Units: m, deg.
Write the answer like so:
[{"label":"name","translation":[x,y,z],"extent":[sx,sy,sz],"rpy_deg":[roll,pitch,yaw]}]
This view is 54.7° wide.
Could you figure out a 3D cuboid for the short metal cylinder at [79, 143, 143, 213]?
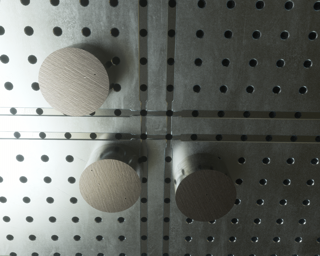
[{"label":"short metal cylinder","translation":[-0.064,0.068,0.424],"extent":[0.081,0.050,0.079],"rpy_deg":[0,110,0]}]

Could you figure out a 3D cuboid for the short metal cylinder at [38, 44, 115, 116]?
[{"label":"short metal cylinder","translation":[-0.098,-0.060,0.377],"extent":[0.081,0.050,0.079],"rpy_deg":[0,110,0]}]

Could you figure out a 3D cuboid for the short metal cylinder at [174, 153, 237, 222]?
[{"label":"short metal cylinder","translation":[0.060,0.081,0.431],"extent":[0.081,0.050,0.079],"rpy_deg":[0,110,0]}]
